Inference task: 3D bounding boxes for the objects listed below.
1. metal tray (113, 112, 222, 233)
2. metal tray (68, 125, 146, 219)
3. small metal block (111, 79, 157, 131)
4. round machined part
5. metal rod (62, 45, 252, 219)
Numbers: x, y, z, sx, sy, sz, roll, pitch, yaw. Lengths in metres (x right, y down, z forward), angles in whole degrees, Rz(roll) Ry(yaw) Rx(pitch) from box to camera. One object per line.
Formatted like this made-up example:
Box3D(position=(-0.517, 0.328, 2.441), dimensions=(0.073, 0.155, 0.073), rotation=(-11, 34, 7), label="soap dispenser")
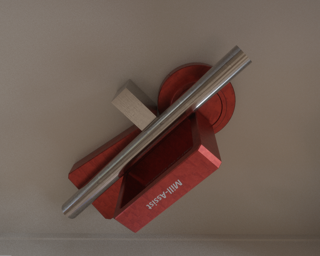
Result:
Box3D(position=(0.006, 0.047, 0.352), dimensions=(0.030, 0.090, 0.130), rotation=(41, 111, -17), label="metal tray")
Box3D(position=(-0.047, 0.059, 0.428), dimensions=(0.130, 0.030, 0.090), rotation=(-33, 107, 11), label="metal tray")
Box3D(position=(-0.030, -0.030, 0.385), dimensions=(0.025, 0.050, 0.050), rotation=(-43, 105, 14), label="small metal block")
Box3D(position=(0.046, -0.031, 0.390), dimensions=(0.099, 0.042, 0.097), rotation=(0, 110, -1), label="round machined part")
Box3D(position=(-0.016, 0.016, 0.374), dimensions=(0.299, 0.025, 0.025), rotation=(-42, 105, 18), label="metal rod")
